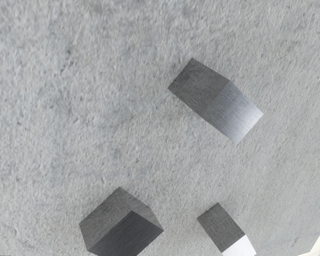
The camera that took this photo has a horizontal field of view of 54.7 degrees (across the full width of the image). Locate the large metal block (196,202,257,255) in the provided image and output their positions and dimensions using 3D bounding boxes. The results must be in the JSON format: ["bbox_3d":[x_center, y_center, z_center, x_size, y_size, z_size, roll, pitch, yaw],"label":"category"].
[{"bbox_3d":[0.120,0.196,0.561,0.050,0.080,0.080,-36,130,-5],"label":"large metal block"}]

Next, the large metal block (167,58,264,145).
[{"bbox_3d":[0.069,-0.034,0.390,0.080,0.080,0.050,33,100,-39],"label":"large metal block"}]

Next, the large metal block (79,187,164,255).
[{"bbox_3d":[-0.055,0.145,0.452,0.080,0.050,0.080,-43,130,1],"label":"large metal block"}]
